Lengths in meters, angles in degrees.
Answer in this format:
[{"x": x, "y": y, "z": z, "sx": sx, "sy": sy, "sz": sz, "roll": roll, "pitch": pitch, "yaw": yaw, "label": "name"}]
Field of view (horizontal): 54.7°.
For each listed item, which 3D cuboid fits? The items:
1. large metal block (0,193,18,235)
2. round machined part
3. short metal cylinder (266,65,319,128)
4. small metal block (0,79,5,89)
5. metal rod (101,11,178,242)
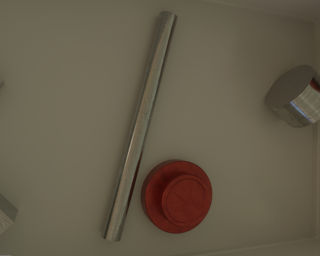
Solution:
[{"x": -0.211, "y": 0.093, "z": 0.319, "sx": 0.080, "sy": 0.050, "sz": 0.080, "roll": -43, "pitch": 104, "yaw": -15, "label": "large metal block"}, {"x": 0.027, "y": 0.093, "z": 0.413, "sx": 0.099, "sy": 0.042, "sz": 0.097, "roll": 0, "pitch": 90, "yaw": -21, "label": "round machined part"}, {"x": 0.206, "y": -0.046, "z": 0.460, "sx": 0.050, "sy": 0.080, "sz": 0.080, "roll": 38, "pitch": 78, "yaw": -17, "label": "short metal cylinder"}, {"x": -0.207, "y": -0.044, "z": 0.334, "sx": 0.050, "sy": 0.025, "sz": 0.050, "roll": 34, "pitch": 79, "yaw": -17, "label": "small metal block"}, {"x": -0.025, "y": -0.006, "z": 0.402, "sx": 0.025, "sy": 0.025, "sz": 0.299, "roll": 16, "pitch": 85, "yaw": -20, "label": "metal rod"}]
